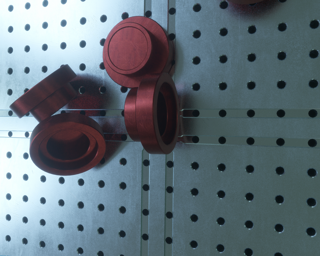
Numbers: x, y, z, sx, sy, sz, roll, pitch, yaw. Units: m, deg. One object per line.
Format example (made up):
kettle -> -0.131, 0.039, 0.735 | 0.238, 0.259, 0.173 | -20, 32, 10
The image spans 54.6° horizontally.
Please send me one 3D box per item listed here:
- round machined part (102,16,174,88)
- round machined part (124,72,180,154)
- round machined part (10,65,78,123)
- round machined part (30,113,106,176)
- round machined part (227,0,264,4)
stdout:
round machined part -> -0.035, -0.102, 0.416 | 0.098, 0.042, 0.097 | 0, 90, 20
round machined part -> -0.010, -0.017, 0.378 | 0.042, 0.098, 0.097 | -1, 90, 20
round machined part -> -0.156, -0.044, 0.436 | 0.098, 0.098, 0.042 | -32, 107, 17
round machined part -> -0.127, 0.018, 0.430 | 0.098, 0.098, 0.042 | -41, 41, 15
round machined part -> 0.107, -0.195, 0.366 | 0.098, 0.042, 0.097 | 0, 90, 20
